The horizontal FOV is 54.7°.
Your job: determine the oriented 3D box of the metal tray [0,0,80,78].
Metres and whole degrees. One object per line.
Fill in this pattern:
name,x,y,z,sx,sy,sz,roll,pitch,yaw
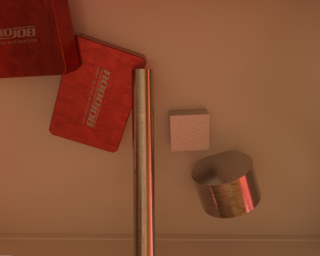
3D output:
metal tray,-0.163,-0.104,0.349,0.130,0.030,0.089,0,110,16

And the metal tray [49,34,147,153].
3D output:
metal tray,-0.079,-0.042,0.392,0.091,0.030,0.129,18,109,-7

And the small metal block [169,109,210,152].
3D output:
small metal block,0.039,0.002,0.413,0.050,0.025,0.050,-3,110,0

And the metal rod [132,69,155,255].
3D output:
metal rod,-0.019,0.083,0.359,0.025,0.025,0.298,-1,91,0

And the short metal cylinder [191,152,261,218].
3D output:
short metal cylinder,0.088,0.073,0.410,0.080,0.080,0.050,-17,109,6
